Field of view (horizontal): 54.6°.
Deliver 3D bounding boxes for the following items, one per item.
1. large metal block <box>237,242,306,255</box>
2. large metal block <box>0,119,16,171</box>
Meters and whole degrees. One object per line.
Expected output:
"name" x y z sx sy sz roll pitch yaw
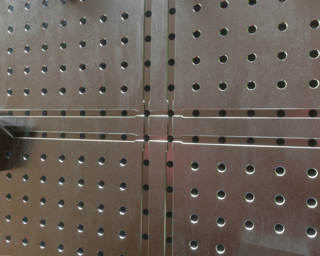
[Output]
"large metal block" 0.127 0.187 0.355 0.080 0.050 0.080 6 92 20
"large metal block" -0.294 0.021 0.504 0.080 0.050 0.080 20 97 19
